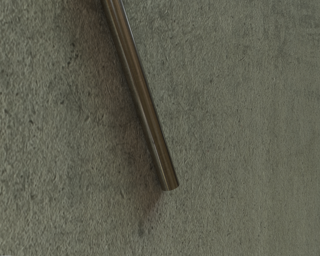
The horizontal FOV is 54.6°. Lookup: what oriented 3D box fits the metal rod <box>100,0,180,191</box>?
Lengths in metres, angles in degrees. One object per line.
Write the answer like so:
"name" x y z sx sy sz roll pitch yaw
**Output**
"metal rod" -0.029 -0.060 0.379 0.025 0.025 0.299 -28 108 -36
